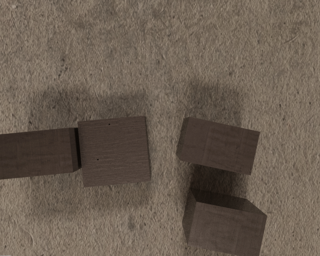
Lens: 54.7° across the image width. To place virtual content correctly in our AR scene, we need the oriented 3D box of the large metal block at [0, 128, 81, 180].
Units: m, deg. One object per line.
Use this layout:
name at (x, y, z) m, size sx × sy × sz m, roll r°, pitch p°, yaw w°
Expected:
large metal block at (-0.138, 0.028, 0.381) m, size 0.081 × 0.080 × 0.050 m, roll -6°, pitch 90°, yaw -1°

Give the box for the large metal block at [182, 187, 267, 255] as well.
large metal block at (0.075, 0.114, 0.384) m, size 0.080 × 0.080 × 0.050 m, roll 12°, pitch 90°, yaw -1°

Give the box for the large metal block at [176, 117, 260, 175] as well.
large metal block at (0.067, 0.020, 0.383) m, size 0.080 × 0.080 × 0.050 m, roll 12°, pitch 90°, yaw -1°

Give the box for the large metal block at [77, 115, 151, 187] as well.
large metal block at (-0.055, 0.028, 0.397) m, size 0.081 × 0.050 × 0.079 m, roll -5°, pitch 90°, yaw -1°
